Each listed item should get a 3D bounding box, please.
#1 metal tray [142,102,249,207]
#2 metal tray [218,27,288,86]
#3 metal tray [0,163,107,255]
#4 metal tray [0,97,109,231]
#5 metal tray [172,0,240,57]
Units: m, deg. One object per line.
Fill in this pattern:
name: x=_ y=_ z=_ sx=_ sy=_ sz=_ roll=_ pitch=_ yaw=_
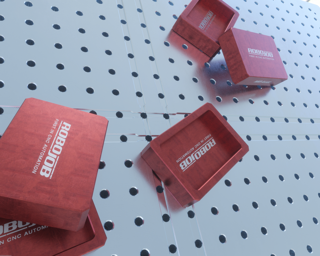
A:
metal tray: x=0.051 y=0.030 z=0.413 sx=0.131 sy=0.030 sz=0.090 roll=-34 pitch=81 yaw=-38
metal tray: x=0.166 y=-0.122 z=0.546 sx=0.131 sy=0.030 sz=0.090 roll=-5 pitch=74 yaw=-40
metal tray: x=-0.126 y=0.090 z=0.281 sx=0.131 sy=0.030 sz=0.090 roll=-14 pitch=69 yaw=-34
metal tray: x=-0.105 y=0.028 z=0.299 sx=0.091 sy=0.030 sz=0.130 roll=15 pitch=36 yaw=-12
metal tray: x=0.088 y=-0.197 z=0.571 sx=0.090 sy=0.030 sz=0.130 roll=34 pitch=51 yaw=-6
